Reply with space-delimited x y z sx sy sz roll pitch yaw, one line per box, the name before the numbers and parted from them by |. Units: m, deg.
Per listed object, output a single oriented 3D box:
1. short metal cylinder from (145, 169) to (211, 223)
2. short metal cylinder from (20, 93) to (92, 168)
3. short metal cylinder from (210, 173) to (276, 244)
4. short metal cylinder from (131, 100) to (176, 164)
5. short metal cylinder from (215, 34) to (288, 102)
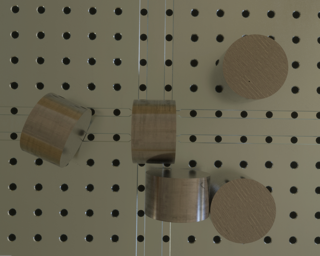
short metal cylinder | 0.022 0.081 0.386 0.081 0.080 0.050 2 90 -1
short metal cylinder | -0.126 0.003 0.384 0.050 0.080 0.080 24 90 0
short metal cylinder | 0.101 0.101 0.402 0.081 0.050 0.079 0 90 -1
short metal cylinder | -0.007 0.005 0.386 0.050 0.080 0.079 1 90 0
short metal cylinder | 0.116 -0.075 0.402 0.081 0.050 0.079 0 90 -1
